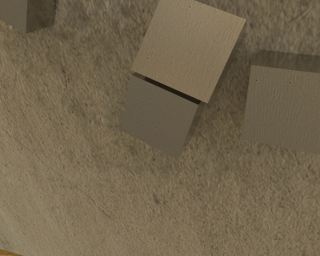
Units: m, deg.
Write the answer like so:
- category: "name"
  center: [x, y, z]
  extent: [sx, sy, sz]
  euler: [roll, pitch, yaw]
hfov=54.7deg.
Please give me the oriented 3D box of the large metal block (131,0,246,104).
- category: "large metal block"
  center: [0.030, -0.076, 0.306]
  extent: [0.080, 0.050, 0.080]
  euler: [25, 99, 12]

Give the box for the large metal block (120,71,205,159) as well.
- category: "large metal block"
  center: [0.006, -0.023, 0.373]
  extent: [0.080, 0.050, 0.079]
  euler: [26, 128, 12]

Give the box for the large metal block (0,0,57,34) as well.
- category: "large metal block"
  center: [-0.173, -0.173, 0.372]
  extent: [0.080, 0.050, 0.079]
  euler: [30, 128, 9]

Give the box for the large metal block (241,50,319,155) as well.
- category: "large metal block"
  center: [0.130, -0.027, 0.305]
  extent: [0.080, 0.050, 0.079]
  euler: [12, 124, 21]
